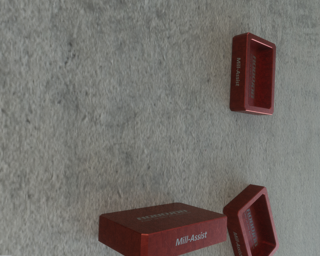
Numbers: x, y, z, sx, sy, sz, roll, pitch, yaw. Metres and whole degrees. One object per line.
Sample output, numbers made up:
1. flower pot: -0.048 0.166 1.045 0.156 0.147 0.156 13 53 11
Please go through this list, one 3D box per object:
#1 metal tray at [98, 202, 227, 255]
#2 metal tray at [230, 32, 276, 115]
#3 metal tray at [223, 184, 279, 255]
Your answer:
1. metal tray: 0.005 0.119 0.369 0.131 0.090 0.030 3 88 -40
2. metal tray: 0.164 -0.090 0.541 0.091 0.030 0.129 5 87 -40
3. metal tray: 0.162 0.176 0.540 0.091 0.030 0.129 -28 108 -37
